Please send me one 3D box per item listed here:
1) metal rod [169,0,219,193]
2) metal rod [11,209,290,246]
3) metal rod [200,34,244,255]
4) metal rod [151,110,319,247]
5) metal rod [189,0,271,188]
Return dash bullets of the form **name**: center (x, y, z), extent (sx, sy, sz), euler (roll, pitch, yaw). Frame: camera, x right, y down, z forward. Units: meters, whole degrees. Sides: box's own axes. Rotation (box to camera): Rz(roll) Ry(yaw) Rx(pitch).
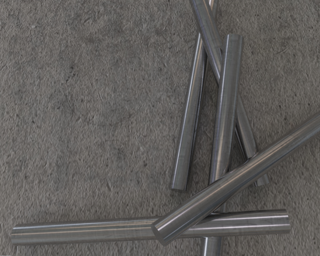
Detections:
- **metal rod**: center (0.051, -0.061, 0.430), extent (0.025, 0.025, 0.299), euler (10, 70, 4)
- **metal rod**: center (-0.017, 0.111, 0.341), extent (0.301, 0.025, 0.025), euler (-5, 70, 8)
- **metal rod**: center (0.074, 0.031, 0.370), extent (0.025, 0.025, 0.299), euler (8, 80, 3)
- **metal rod**: center (0.120, 0.039, 0.360), extent (0.302, 0.025, 0.025), euler (-28, 72, -23)
- **metal rod**: center (0.086, -0.070, 0.415), extent (0.025, 0.025, 0.299), euler (-14, 78, -5)
